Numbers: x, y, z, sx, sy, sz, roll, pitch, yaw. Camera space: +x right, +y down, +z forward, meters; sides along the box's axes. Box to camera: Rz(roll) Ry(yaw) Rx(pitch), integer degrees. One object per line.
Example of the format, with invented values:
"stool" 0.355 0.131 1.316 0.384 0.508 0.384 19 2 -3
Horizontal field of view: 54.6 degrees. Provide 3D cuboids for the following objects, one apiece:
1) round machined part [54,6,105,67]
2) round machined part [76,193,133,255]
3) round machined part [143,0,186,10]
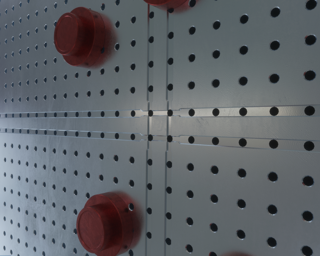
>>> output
"round machined part" -0.139 -0.152 0.515 0.098 0.042 0.097 0 90 40
"round machined part" -0.091 0.151 0.475 0.098 0.042 0.097 0 90 40
"round machined part" 0.003 -0.207 0.396 0.098 0.042 0.097 0 90 40
